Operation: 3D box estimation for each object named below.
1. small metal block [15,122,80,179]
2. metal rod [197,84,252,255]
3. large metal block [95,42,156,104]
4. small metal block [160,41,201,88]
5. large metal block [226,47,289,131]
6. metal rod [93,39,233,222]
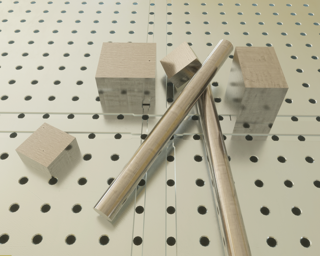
[{"bbox_3d":[-0.138,0.027,0.384,0.050,0.025,0.050,24,54,18],"label":"small metal block"},{"bbox_3d":[0.069,0.027,0.384,0.025,0.025,0.300,-2,50,-2],"label":"metal rod"},{"bbox_3d":[-0.046,-0.082,0.460,0.080,0.050,0.080,1,50,0],"label":"large metal block"},{"bbox_3d":[0.033,-0.097,0.471,0.050,0.025,0.050,-36,45,15],"label":"small metal block"},{"bbox_3d":[0.125,-0.052,0.416,0.050,0.080,0.080,1,50,0],"label":"large metal block"},{"bbox_3d":[0.019,-0.015,0.398,0.025,0.025,0.301,26,61,20],"label":"metal rod"}]
